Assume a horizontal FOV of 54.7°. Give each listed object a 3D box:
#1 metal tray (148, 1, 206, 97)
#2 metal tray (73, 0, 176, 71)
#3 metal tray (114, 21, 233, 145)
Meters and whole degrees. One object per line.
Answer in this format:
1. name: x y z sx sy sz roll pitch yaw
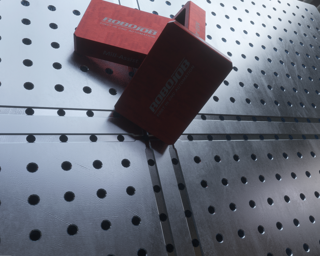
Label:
1. metal tray: 0.024 -0.108 0.444 0.030 0.090 0.130 25 52 -26
2. metal tray: -0.045 -0.132 0.442 0.131 0.030 0.090 14 55 -3
3. metal tray: 0.015 -0.053 0.384 0.090 0.129 0.030 33 22 -7
